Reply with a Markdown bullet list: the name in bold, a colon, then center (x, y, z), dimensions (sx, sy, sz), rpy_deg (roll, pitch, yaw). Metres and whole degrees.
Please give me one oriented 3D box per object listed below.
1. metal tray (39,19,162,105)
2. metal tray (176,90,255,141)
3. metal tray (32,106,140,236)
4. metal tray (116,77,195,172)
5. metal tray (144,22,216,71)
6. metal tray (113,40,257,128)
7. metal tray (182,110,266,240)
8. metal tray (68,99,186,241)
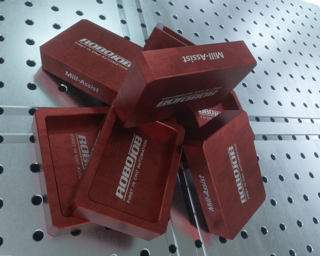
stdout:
- **metal tray**: center (-0.071, -0.083, 0.395), dimensions (0.130, 0.030, 0.090), rpy_deg (29, 51, 10)
- **metal tray**: center (0.073, -0.020, 0.432), dimensions (0.131, 0.030, 0.090), rpy_deg (6, 58, -45)
- **metal tray**: center (-0.082, 0.040, 0.337), dimensions (0.091, 0.030, 0.130), rpy_deg (-4, 63, -31)
- **metal tray**: center (-0.008, -0.007, 0.404), dimensions (0.091, 0.030, 0.130), rpy_deg (-4, 61, -32)
- **metal tray**: center (0.028, -0.112, 0.444), dimensions (0.090, 0.030, 0.130), rpy_deg (29, 19, -9)
- **metal tray**: center (0.025, -0.046, 0.325), dimensions (0.131, 0.090, 0.030), rpy_deg (-14, 69, -29)
- **metal tray**: center (0.082, 0.054, 0.373), dimensions (0.091, 0.030, 0.129), rpy_deg (-33, 113, -37)
- **metal tray**: center (-0.028, 0.040, 0.326), dimensions (0.090, 0.030, 0.130), rpy_deg (24, 53, -13)
